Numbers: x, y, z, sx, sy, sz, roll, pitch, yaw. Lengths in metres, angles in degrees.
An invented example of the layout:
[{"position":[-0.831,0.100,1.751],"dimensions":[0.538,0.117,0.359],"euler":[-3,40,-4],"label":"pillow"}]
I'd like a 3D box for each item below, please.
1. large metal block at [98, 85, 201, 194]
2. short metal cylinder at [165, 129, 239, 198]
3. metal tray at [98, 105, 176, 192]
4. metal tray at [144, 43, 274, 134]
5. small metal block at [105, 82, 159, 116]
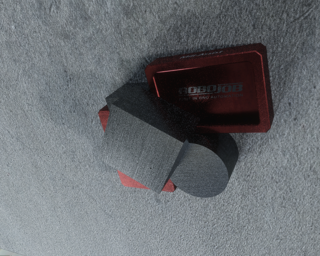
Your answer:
[{"position":[-0.014,0.013,0.341],"dimensions":[0.080,0.050,0.079],"euler":[29,128,10],"label":"large metal block"},{"position":[0.053,0.040,0.389],"dimensions":[0.080,0.050,0.079],"euler":[14,124,21],"label":"short metal cylinder"},{"position":[-0.025,0.026,0.436],"dimensions":[0.090,0.030,0.129],"euler":[1,119,28],"label":"metal tray"},{"position":[0.055,-0.040,0.351],"dimensions":[0.130,0.030,0.089],"euler":[-2,118,29],"label":"metal tray"},{"position":[-0.031,-0.037,0.386],"dimensions":[0.050,0.050,0.025],"euler":[1,119,28],"label":"small metal block"}]
